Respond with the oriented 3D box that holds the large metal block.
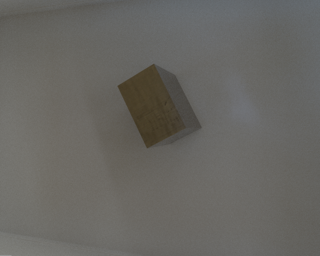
[{"bbox_3d":[0.003,-0.024,0.379,0.050,0.080,0.080,-29,81,17],"label":"large metal block"}]
